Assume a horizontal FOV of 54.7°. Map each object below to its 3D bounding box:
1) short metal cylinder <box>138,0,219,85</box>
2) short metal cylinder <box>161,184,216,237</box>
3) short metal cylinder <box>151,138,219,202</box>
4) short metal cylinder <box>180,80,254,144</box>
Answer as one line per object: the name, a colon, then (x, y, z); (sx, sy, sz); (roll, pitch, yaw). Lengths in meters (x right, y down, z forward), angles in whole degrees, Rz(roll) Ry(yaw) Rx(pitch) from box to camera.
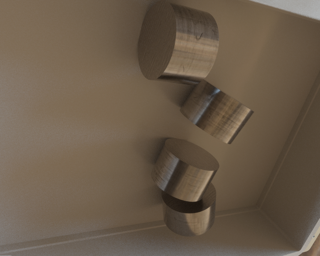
short metal cylinder: (0.017, -0.088, 0.329); (0.050, 0.080, 0.079); (2, 117, -30)
short metal cylinder: (0.044, 0.116, 0.471); (0.081, 0.080, 0.050); (-17, 125, -19)
short metal cylinder: (0.034, 0.056, 0.428); (0.081, 0.080, 0.050); (11, 113, -33)
short metal cylinder: (0.073, -0.023, 0.401); (0.080, 0.080, 0.050); (23, 106, -37)
